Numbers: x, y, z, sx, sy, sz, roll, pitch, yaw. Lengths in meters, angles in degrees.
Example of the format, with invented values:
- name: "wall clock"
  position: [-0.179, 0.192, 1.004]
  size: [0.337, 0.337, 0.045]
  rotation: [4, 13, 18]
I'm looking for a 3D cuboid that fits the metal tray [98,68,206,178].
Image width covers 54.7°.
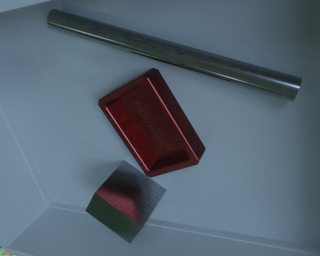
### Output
- name: "metal tray"
  position: [-0.011, -0.002, 0.408]
  size: [0.090, 0.030, 0.130]
  rotation: [-22, 107, 36]

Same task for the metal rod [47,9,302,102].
- name: "metal rod"
  position: [0.002, -0.088, 0.351]
  size: [0.301, 0.025, 0.025]
  rotation: [20, 126, 15]

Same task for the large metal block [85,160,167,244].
- name: "large metal block"
  position: [-0.049, 0.108, 0.464]
  size: [0.080, 0.080, 0.050]
  rotation: [35, 129, 5]
